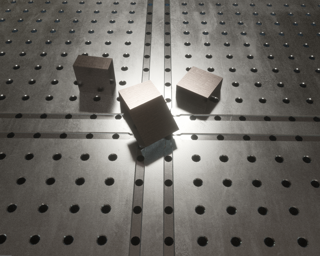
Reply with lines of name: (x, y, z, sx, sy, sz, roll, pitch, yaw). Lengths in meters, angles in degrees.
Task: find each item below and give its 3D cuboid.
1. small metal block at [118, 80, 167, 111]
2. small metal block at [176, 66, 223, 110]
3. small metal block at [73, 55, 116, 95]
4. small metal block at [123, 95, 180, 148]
small metal block: (-0.025, -0.036, 0.438, 0.050, 0.025, 0.050, -22, 54, -18)
small metal block: (0.058, -0.060, 0.459, 0.050, 0.025, 0.050, 26, 55, 20)
small metal block: (-0.095, -0.077, 0.455, 0.050, 0.050, 0.025, 7, 51, 5)
small metal block: (-0.011, -0.008, 0.398, 0.050, 0.025, 0.050, -27, 93, -21)
